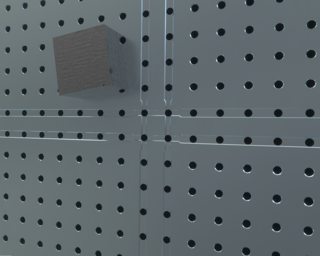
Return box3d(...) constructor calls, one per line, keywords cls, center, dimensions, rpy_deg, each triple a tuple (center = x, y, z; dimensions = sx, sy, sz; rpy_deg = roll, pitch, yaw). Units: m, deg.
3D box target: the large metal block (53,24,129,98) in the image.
box3d(cls="large metal block", center=(-0.096, -0.089, 0.432), dimensions=(0.080, 0.050, 0.080), rpy_deg=(-8, 87, 19))
